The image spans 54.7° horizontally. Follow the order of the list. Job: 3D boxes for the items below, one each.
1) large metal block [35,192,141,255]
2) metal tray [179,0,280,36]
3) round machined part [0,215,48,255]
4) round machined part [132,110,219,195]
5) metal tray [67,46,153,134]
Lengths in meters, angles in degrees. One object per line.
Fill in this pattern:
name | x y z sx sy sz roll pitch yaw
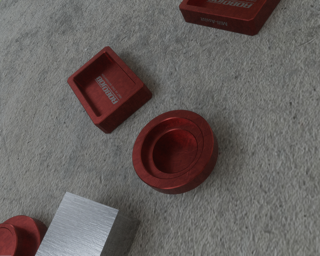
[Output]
large metal block | -0.081 0.127 0.351 0.080 0.050 0.080 9 66 31
metal tray | 0.105 -0.192 0.462 0.130 0.030 0.090 27 76 36
round machined part | -0.193 0.160 0.394 0.098 0.042 0.098 -13 56 20
round machined part | 0.021 0.031 0.362 0.098 0.042 0.098 -13 56 20
metal tray | -0.082 -0.063 0.479 0.090 0.030 0.130 -40 51 0
